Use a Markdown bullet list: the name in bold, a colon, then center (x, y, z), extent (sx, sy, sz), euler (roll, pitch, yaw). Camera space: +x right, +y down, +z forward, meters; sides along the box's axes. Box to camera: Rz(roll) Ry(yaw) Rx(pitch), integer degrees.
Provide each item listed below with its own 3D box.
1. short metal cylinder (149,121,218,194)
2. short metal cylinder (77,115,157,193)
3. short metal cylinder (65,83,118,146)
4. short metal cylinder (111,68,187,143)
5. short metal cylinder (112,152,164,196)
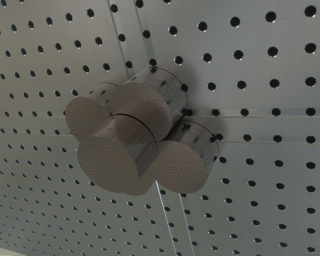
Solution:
- **short metal cylinder**: center (0.030, 0.038, 0.401), extent (0.080, 0.050, 0.079), euler (13, 124, 20)
- **short metal cylinder**: center (-0.051, 0.031, 0.372), extent (0.080, 0.050, 0.079), euler (13, 125, 19)
- **short metal cylinder**: center (-0.081, -0.016, 0.425), extent (0.080, 0.050, 0.079), euler (13, 124, 20)
- **short metal cylinder**: center (-0.013, -0.028, 0.382), extent (0.080, 0.050, 0.079), euler (13, 124, 20)
- **short metal cylinder**: center (-0.038, 0.049, 0.443), extent (0.080, 0.050, 0.079), euler (13, 124, 20)
